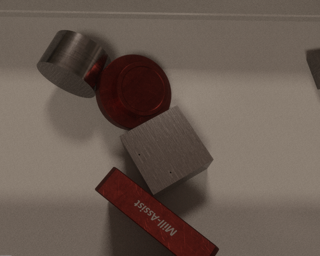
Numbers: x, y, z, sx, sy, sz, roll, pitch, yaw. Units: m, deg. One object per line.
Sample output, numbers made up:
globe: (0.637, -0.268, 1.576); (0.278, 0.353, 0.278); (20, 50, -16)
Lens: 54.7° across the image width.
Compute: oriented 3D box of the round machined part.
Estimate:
round machined part: (-0.028, -0.046, 0.395); (0.099, 0.042, 0.097); (2, 85, -26)

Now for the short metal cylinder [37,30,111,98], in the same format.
short metal cylinder: (-0.112, -0.082, 0.409); (0.080, 0.080, 0.050); (21, 71, 7)

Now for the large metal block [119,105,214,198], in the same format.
large metal block: (0.007, 0.031, 0.385); (0.080, 0.050, 0.080); (-29, 73, -10)

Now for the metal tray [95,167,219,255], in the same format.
metal tray: (-0.005, 0.101, 0.338); (0.130, 0.090, 0.030); (36, 74, 12)

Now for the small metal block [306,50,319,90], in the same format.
small metal block: (0.248, -0.086, 0.444); (0.050, 0.025, 0.050); (-9, 70, -3)
